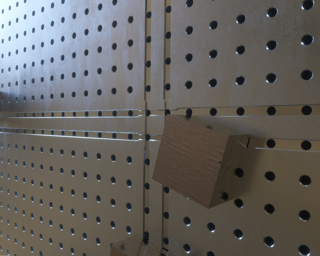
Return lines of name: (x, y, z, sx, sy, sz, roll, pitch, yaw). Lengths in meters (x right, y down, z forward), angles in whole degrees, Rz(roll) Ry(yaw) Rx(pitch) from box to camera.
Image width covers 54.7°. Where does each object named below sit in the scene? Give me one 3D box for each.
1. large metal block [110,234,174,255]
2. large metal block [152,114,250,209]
large metal block: (-0.024, 0.202, 0.411, 0.080, 0.050, 0.079, 15, 99, 38)
large metal block: (0.045, 0.034, 0.355, 0.080, 0.050, 0.079, 21, 103, 37)
